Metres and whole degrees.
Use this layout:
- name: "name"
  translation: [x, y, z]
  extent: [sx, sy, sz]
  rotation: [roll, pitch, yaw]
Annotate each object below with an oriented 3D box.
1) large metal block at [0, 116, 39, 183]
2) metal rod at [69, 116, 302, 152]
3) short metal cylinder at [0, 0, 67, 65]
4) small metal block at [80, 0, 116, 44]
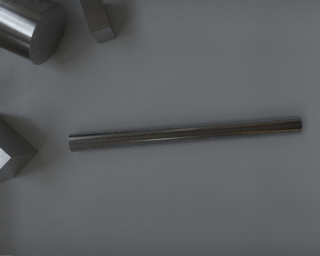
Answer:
- name: "large metal block"
  translation: [-0.211, 0.023, 0.381]
  extent: [0.080, 0.080, 0.050]
  rotation: [43, 90, -1]
- name: "metal rod"
  translation: [0.033, 0.008, 0.411]
  extent: [0.302, 0.025, 0.025]
  rotation: [-4, 90, -1]
- name: "short metal cylinder"
  translation: [-0.159, -0.125, 0.382]
  extent: [0.050, 0.080, 0.080]
  rotation: [27, 90, 0]
- name: "small metal block"
  translation: [-0.080, -0.142, 0.398]
  extent: [0.025, 0.050, 0.050]
  rotation: [-18, 90, 0]
